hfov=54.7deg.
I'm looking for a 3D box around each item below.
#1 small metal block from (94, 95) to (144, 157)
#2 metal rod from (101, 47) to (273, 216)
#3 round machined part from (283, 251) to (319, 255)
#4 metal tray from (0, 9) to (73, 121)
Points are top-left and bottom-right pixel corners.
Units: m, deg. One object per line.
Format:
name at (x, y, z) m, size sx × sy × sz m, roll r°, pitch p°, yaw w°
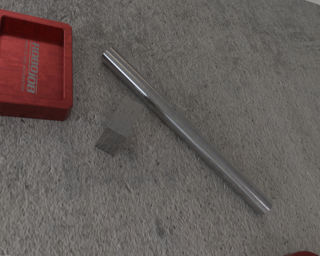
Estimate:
small metal block at (-0.048, -0.002, 0.363) m, size 0.025 × 0.050 × 0.050 m, roll 31°, pitch 52°, yaw -9°
metal rod at (0.034, 0.003, 0.420) m, size 0.300 × 0.025 × 0.025 m, roll 44°, pitch 51°, yaw 3°
round machined part at (0.167, 0.199, 0.361) m, size 0.099 × 0.042 × 0.098 m, roll 14°, pitch 56°, yaw -21°
metal tray at (-0.152, -0.074, 0.364) m, size 0.091 × 0.030 × 0.130 m, roll 5°, pitch 59°, yaw -26°
